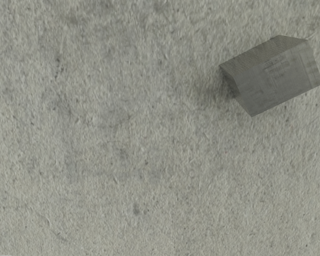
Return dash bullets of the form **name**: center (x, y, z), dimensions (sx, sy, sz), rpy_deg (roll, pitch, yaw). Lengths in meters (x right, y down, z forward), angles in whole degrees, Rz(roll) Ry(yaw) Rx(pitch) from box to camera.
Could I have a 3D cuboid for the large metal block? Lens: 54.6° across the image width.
- **large metal block**: center (0.123, -0.063, 0.358), dimensions (0.080, 0.080, 0.050), rpy_deg (-26, 108, 9)
